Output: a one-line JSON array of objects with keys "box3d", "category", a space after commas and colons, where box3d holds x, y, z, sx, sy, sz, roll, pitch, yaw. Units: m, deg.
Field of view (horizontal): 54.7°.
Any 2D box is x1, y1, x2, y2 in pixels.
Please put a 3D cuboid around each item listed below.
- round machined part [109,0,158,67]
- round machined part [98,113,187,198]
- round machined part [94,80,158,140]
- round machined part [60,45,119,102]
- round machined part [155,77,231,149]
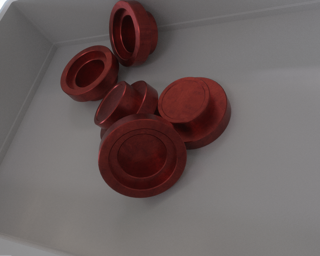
[{"box3d": [-0.039, -0.146, 0.482, 0.042, 0.097, 0.098, -14, 43, -31], "category": "round machined part"}, {"box3d": [-0.021, 0.029, 0.361, 0.098, 0.098, 0.042, -35, 22, 5], "category": "round machined part"}, {"box3d": [-0.051, -0.023, 0.411, 0.098, 0.042, 0.098, -38, 32, 30], "category": "round machined part"}, {"box3d": [-0.108, -0.083, 0.503, 0.098, 0.042, 0.098, -13, 56, 21], "category": "round machined part"}, {"box3d": [0.036, -0.026, 0.392, 0.098, 0.042, 0.098, -13, 56, 21], "category": "round machined part"}]
